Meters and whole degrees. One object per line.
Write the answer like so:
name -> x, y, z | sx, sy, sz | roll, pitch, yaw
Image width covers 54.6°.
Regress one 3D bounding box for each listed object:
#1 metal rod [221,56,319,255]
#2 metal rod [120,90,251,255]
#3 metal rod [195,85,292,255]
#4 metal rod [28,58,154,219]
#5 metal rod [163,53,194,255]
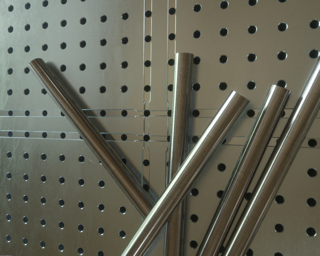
metal rod -> 0.140, 0.040, 0.363 | 0.025, 0.025, 0.299 | 26, 98, 18
metal rod -> 0.013, 0.087, 0.380 | 0.025, 0.025, 0.299 | 36, 101, 16
metal rod -> 0.087, 0.091, 0.381 | 0.025, 0.025, 0.299 | 24, 98, 18
metal rod -> -0.098, 0.012, 0.447 | 0.025, 0.025, 0.300 | -44, 77, 15
metal rod -> 0.023, 0.054, 0.404 | 0.025, 0.025, 0.298 | 4, 91, 20
